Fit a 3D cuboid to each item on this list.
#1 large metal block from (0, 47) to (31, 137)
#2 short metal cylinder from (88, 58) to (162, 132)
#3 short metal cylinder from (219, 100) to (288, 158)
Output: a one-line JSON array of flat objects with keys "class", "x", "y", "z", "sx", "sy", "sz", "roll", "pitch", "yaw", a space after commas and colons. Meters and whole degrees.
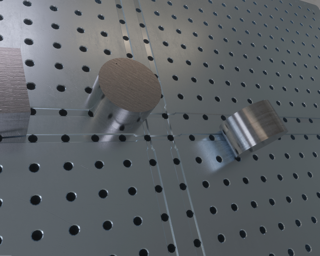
[{"class": "large metal block", "x": -0.183, "y": -0.036, "z": 0.316, "sx": 0.081, "sy": 0.050, "sz": 0.080, "roll": -5, "pitch": 64, "yaw": -31}, {"class": "short metal cylinder", "x": -0.045, "y": -0.042, "z": 0.393, "sx": 0.081, "sy": 0.050, "sz": 0.080, "roll": 14, "pitch": 56, "yaw": -21}, {"class": "short metal cylinder", "x": 0.133, "y": 0.003, "z": 0.443, "sx": 0.081, "sy": 0.080, "sz": 0.050, "roll": -14, "pitch": 70, "yaw": -34}]
